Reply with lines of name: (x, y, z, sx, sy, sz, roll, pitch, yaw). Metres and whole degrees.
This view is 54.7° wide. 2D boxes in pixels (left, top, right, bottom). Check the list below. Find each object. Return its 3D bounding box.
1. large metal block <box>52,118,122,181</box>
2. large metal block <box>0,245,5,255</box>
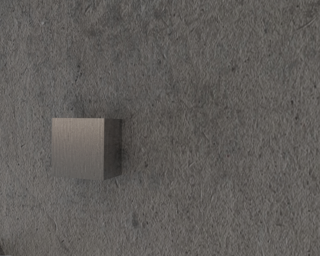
large metal block: (-0.101, 0.027, 0.431, 0.080, 0.050, 0.080, 1, 90, 20)
large metal block: (-0.288, 0.245, 0.498, 0.080, 0.050, 0.080, -37, 78, 16)
